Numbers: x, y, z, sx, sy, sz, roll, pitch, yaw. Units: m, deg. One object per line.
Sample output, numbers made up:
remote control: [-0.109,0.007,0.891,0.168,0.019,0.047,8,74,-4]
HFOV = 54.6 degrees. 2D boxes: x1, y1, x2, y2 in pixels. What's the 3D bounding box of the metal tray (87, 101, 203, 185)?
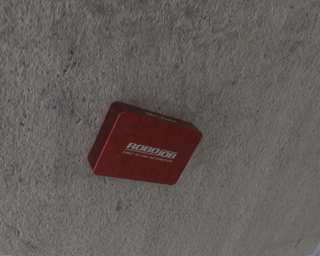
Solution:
metal tray: [-0.017,0.025,0.409,0.131,0.030,0.090,15,111,-34]
